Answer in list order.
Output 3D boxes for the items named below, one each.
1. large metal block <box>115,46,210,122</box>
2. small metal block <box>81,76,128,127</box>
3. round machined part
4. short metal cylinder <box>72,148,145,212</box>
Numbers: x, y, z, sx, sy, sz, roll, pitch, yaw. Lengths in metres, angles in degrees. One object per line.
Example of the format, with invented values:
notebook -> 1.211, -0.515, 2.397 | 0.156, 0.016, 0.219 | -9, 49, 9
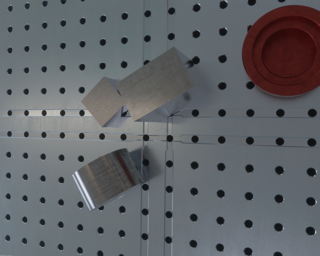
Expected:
large metal block -> 0.007, -0.048, 0.381 | 0.080, 0.080, 0.050 | -29, 81, 18
small metal block -> -0.074, -0.036, 0.439 | 0.050, 0.025, 0.050 | -44, 77, 14
round machined part -> 0.146, -0.083, 0.352 | 0.098, 0.042, 0.097 | 0, 90, 20
short metal cylinder -> -0.067, 0.068, 0.407 | 0.080, 0.080, 0.050 | -32, 80, 17
